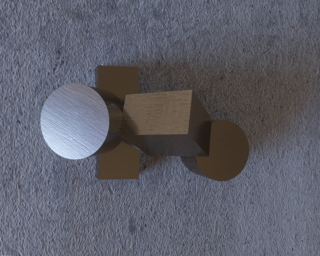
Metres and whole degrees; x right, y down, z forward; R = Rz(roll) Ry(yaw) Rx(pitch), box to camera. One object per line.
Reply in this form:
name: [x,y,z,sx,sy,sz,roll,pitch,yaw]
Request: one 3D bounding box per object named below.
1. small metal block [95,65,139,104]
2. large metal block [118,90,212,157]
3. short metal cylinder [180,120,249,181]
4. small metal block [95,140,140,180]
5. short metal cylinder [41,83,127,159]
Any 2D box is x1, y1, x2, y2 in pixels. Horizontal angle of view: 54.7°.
small metal block: [-0.054,-0.051,0.390,0.050,0.025,0.050,-1,91,-21]
large metal block: [0.010,-0.002,0.366,0.080,0.080,0.050,43,50,-58]
short metal cylinder: [0.073,0.029,0.426,0.081,0.050,0.079,0,90,-21]
small metal block: [-0.053,0.038,0.391,0.050,0.025,0.050,3,89,-20]
short metal cylinder: [-0.083,-0.007,0.348,0.080,0.050,0.079,0,91,15]
